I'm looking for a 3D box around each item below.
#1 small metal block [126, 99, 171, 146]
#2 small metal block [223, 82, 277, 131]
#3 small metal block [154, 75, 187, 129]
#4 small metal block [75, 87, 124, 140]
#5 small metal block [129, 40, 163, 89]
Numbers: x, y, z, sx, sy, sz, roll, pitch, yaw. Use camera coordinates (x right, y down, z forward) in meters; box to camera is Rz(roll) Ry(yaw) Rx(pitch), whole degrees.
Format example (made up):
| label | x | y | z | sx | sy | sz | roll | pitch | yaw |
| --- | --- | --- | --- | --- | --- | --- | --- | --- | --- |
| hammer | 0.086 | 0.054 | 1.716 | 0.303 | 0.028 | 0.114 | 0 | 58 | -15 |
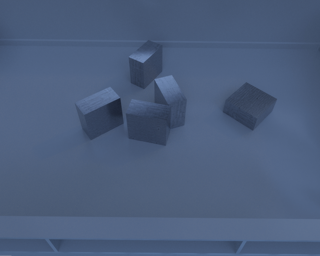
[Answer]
| label | x | y | z | sx | sy | sz | roll | pitch | yaw |
| --- | --- | --- | --- | --- | --- | --- | --- | --- | --- |
| small metal block | -0.014 | -0.006 | 0.394 | 0.050 | 0.050 | 0.025 | 11 | 51 | 8 |
| small metal block | 0.125 | -0.031 | 0.433 | 0.050 | 0.025 | 0.050 | 36 | 58 | 26 |
| small metal block | 0.013 | -0.034 | 0.418 | 0.025 | 0.050 | 0.050 | -16 | 52 | -13 |
| small metal block | -0.077 | -0.019 | 0.403 | 0.050 | 0.050 | 0.025 | -29 | 56 | -22 |
| small metal block | -0.021 | -0.096 | 0.469 | 0.025 | 0.050 | 0.050 | 27 | 55 | 20 |
